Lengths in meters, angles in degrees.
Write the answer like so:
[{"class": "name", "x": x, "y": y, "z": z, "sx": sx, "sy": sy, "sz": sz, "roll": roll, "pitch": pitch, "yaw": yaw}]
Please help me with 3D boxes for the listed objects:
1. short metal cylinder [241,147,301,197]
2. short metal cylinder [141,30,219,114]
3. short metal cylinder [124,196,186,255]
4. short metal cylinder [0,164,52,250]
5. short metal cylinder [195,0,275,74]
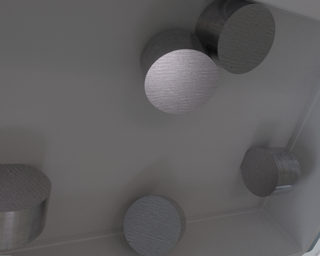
[{"class": "short metal cylinder", "x": 0.183, "y": 0.072, "z": 0.518, "sx": 0.050, "sy": 0.080, "sz": 0.079, "roll": 0, "pitch": 118, "yaw": -29}, {"class": "short metal cylinder", "x": 0.020, "y": -0.063, "z": 0.350, "sx": 0.081, "sy": 0.050, "sz": 0.079, "roll": -5, "pitch": 130, "yaw": -6}, {"class": "short metal cylinder", "x": -0.006, "y": 0.138, "z": 0.446, "sx": 0.080, "sy": 0.080, "sz": 0.050, "roll": -43, "pitch": 163, "yaw": 1}, {"class": "short metal cylinder", "x": -0.163, "y": 0.082, "z": 0.335, "sx": 0.081, "sy": 0.080, "sz": 0.050, "roll": 2, "pitch": 117, "yaw": -30}, {"class": "short metal cylinder", "x": 0.089, "y": -0.111, "z": 0.372, "sx": 0.081, "sy": 0.050, "sz": 0.079, "roll": -14, "pitch": 124, "yaw": -21}]
